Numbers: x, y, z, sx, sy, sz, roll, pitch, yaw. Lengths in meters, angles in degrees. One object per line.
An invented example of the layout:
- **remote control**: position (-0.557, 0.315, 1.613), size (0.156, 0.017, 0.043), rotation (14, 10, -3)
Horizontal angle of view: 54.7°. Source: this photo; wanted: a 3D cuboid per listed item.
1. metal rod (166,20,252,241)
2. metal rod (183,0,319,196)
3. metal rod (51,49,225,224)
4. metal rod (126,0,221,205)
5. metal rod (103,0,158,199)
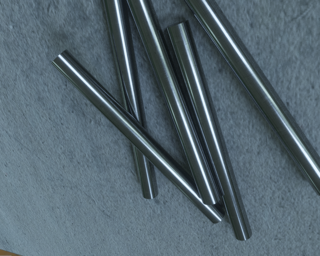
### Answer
- **metal rod**: position (0.068, 0.019, 0.382), size (0.025, 0.025, 0.298), rotation (-7, 115, 31)
- **metal rod**: position (0.098, -0.049, 0.324), size (0.025, 0.025, 0.300), rotation (-30, 102, 37)
- **metal rod**: position (-0.017, 0.021, 0.400), size (0.025, 0.025, 0.300), rotation (-31, 110, 38)
- **metal rod**: position (0.016, -0.038, 0.364), size (0.025, 0.025, 0.298), rotation (-10, 111, 32)
- **metal rod**: position (-0.034, -0.029, 0.404), size (0.025, 0.025, 0.298), rotation (6, 121, 25)
